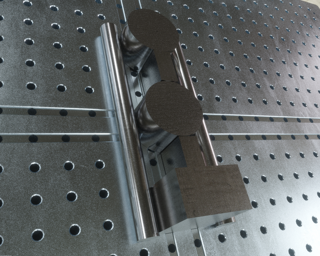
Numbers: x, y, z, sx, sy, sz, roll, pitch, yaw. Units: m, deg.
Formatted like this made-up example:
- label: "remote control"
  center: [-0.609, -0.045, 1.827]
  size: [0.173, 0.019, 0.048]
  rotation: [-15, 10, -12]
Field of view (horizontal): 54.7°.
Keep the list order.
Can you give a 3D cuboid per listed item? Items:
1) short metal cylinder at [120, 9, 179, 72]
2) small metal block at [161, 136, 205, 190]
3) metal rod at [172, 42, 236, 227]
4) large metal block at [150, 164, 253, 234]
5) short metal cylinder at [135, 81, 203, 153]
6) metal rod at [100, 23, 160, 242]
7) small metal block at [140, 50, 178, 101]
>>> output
- label: "short metal cylinder"
  center: [-0.019, -0.129, 0.460]
  size: [0.081, 0.050, 0.080]
  rotation: [14, 56, -21]
- label: "small metal block"
  center: [0.028, 0.043, 0.380]
  size: [0.025, 0.050, 0.050]
  rotation: [0, 62, -28]
- label: "metal rod"
  center: [0.049, -0.014, 0.442]
  size: [0.025, 0.025, 0.299]
  rotation: [1, 61, -28]
- label: "large metal block"
  center: [0.039, 0.080, 0.345]
  size: [0.081, 0.080, 0.050]
  rotation: [1, 62, -28]
- label: "short metal cylinder"
  center: [0.009, -0.014, 0.405]
  size: [0.081, 0.050, 0.080]
  rotation: [14, 56, -21]
- label: "metal rod"
  center: [-0.044, -0.014, 0.392]
  size: [0.025, 0.025, 0.299]
  rotation: [1, 61, -28]
- label: "small metal block"
  center: [-0.003, -0.072, 0.433]
  size: [0.025, 0.050, 0.050]
  rotation: [1, 62, -28]
